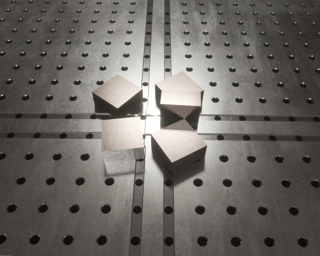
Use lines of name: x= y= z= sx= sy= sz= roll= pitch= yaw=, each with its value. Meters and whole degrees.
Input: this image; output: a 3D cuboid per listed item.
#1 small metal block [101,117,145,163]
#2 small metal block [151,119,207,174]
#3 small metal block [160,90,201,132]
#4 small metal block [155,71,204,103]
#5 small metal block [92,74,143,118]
small metal block: x=-0.047 y=0.014 z=0.395 sx=0.050 sy=0.025 sz=0.050 roll=-6 pitch=50 yaw=-5
small metal block: x=0.023 y=0.022 z=0.390 sx=0.050 sy=0.025 sz=0.050 roll=-24 pitch=54 yaw=-19
small metal block: x=0.026 y=-0.022 z=0.410 sx=0.050 sy=0.050 sz=0.025 roll=3 pitch=50 yaw=2
small metal block: x=0.028 y=-0.051 z=0.451 sx=0.050 sy=0.025 sz=0.050 roll=-27 pitch=56 yaw=-22
small metal block: x=-0.060 y=-0.045 z=0.445 sx=0.050 sy=0.025 sz=0.050 roll=32 pitch=57 yaw=24
